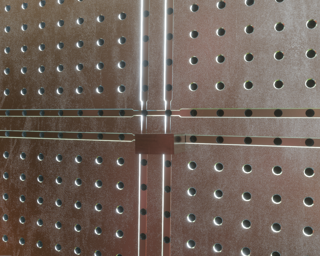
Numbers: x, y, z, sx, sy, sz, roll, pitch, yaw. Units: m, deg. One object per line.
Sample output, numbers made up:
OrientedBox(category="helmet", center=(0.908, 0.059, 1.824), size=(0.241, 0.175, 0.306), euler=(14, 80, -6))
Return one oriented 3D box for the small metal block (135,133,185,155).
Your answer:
OrientedBox(category="small metal block", center=(0.001, 0.019, 0.398), size=(0.050, 0.050, 0.025), euler=(-1, 90, 19))
